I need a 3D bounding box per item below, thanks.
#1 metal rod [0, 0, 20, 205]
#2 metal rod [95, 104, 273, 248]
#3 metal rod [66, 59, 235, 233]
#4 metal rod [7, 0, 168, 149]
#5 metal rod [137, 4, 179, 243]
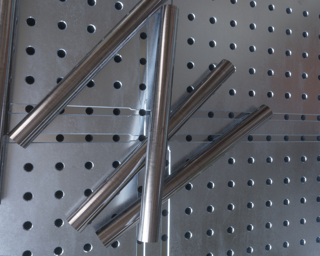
[{"bbox_3d":[-0.178,-0.064,0.346,0.025,0.025,0.298,5,88,-20],"label":"metal rod"},{"bbox_3d":[0.045,0.057,0.430,0.301,0.025,0.025,-35,102,-17],"label":"metal rod"},{"bbox_3d":[-0.003,0.014,0.412,0.301,0.025,0.025,-46,105,-15],"label":"metal rod"},{"bbox_3d":[-0.069,-0.096,0.387,0.025,0.025,0.300,44,76,-15],"label":"metal rod"},{"bbox_3d":[0.000,-0.014,0.391,0.025,0.025,0.299,9,78,-20],"label":"metal rod"}]
